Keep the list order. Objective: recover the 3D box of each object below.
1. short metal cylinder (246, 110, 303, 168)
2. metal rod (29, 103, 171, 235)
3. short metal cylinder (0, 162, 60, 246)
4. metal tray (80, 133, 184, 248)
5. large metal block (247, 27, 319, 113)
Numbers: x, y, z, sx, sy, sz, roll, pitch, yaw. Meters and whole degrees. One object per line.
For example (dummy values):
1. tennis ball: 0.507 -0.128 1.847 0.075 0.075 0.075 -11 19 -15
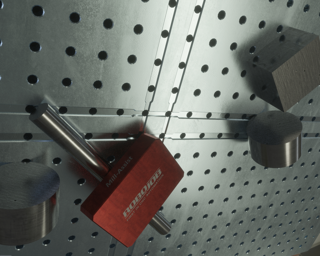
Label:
1. short metal cylinder: 0.180 0.017 0.487 0.080 0.080 0.050 -28 128 -11
2. metal rod: -0.061 0.075 0.425 0.025 0.025 0.300 -39 130 -3
3. short metal cylinder: -0.154 0.081 0.342 0.081 0.080 0.050 -4 120 -27
4. metal tray: -0.031 0.083 0.416 0.130 0.030 0.090 -50 132 -19
5. large metal block: 0.184 -0.083 0.447 0.080 0.050 0.080 -39 130 -3
